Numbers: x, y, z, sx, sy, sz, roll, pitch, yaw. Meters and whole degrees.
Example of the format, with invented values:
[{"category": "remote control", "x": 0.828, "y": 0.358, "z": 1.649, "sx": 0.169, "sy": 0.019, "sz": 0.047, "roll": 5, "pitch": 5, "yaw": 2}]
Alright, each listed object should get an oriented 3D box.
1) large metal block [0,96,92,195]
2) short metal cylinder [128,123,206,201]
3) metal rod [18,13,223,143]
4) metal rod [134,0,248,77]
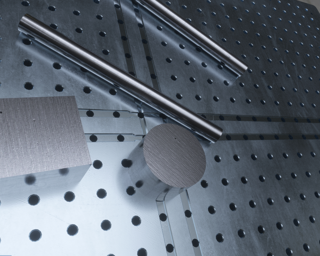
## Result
[{"category": "large metal block", "x": -0.124, "y": 0.015, "z": 0.317, "sx": 0.081, "sy": 0.050, "sz": 0.080, "roll": -6, "pitch": 65, "yaw": -31}, {"category": "short metal cylinder", "x": 0.008, "y": 0.041, "z": 0.373, "sx": 0.081, "sy": 0.050, "sz": 0.080, "roll": 14, "pitch": 56, "yaw": -21}, {"category": "metal rod", "x": -0.046, "y": -0.062, "z": 0.422, "sx": 0.301, "sy": 0.025, "sz": 0.025, "roll": 30, "pitch": 52, "yaw": -10}, {"category": "metal rod", "x": 0.026, "y": -0.186, "z": 0.537, "sx": 0.301, "sy": 0.025, "sz": 0.025, "roll": 34, "pitch": 51, "yaw": -6}]
